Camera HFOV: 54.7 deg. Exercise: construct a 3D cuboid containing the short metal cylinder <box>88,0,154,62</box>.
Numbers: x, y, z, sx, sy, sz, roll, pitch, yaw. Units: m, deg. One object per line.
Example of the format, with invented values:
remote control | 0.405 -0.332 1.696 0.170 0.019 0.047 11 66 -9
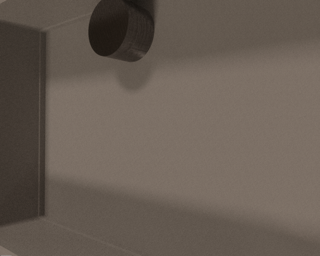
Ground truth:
short metal cylinder | -0.055 -0.136 0.433 0.080 0.050 0.079 0 90 39
